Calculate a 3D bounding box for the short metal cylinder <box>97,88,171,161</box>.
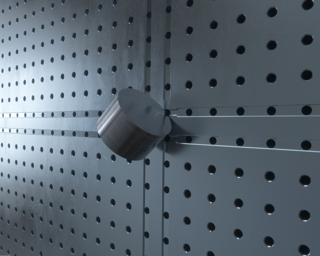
[{"bbox_3d":[-0.033,-0.005,0.398,0.050,0.081,0.080,-48,62,29],"label":"short metal cylinder"}]
